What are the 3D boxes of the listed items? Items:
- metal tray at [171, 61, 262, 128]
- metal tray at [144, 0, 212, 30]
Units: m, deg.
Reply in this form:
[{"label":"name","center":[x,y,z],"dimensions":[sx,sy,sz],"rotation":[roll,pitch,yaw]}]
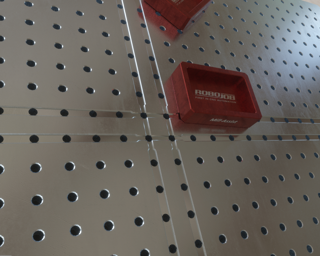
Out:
[{"label":"metal tray","center":[0.088,-0.050,0.482],"dimensions":[0.131,0.030,0.090],"rotation":[4,60,-26]},{"label":"metal tray","center":[0.041,-0.245,0.575],"dimensions":[0.090,0.030,0.131],"rotation":[40,51,-1]}]
